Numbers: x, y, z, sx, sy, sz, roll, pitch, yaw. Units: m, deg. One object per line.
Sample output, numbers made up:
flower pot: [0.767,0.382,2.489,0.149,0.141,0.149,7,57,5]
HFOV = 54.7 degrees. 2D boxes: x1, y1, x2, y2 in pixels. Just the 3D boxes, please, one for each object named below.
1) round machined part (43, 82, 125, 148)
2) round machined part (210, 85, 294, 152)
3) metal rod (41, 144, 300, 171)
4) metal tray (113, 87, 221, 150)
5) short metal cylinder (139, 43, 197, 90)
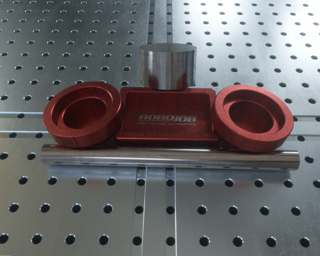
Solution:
round machined part: [-0.093,-0.012,0.395,0.099,0.042,0.098,-5,47,6]
round machined part: [0.112,-0.008,0.392,0.099,0.042,0.098,5,48,-6]
metal rod: [0.011,0.035,0.373,0.302,0.025,0.025,1,50,1]
metal tray: [0.010,-0.012,0.409,0.131,0.030,0.090,1,51,0]
short metal cylinder: [0.011,-0.090,0.443,0.081,0.050,0.080,0,24,0]
